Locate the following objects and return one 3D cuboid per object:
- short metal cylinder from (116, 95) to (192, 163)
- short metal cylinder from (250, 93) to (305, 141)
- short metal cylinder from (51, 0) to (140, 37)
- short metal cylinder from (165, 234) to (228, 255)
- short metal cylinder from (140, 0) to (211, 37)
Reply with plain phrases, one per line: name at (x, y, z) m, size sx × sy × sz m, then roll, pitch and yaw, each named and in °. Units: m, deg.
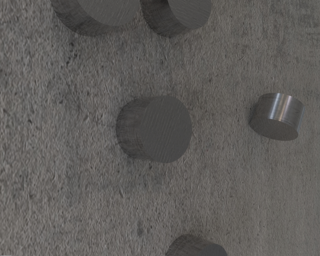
short metal cylinder at (-0.007, 0.001, 0.383) m, size 0.081 × 0.050 × 0.080 m, roll 0°, pitch 90°, yaw -40°
short metal cylinder at (0.204, -0.018, 0.540) m, size 0.080 × 0.080 × 0.050 m, roll 36°, pitch 68°, yaw -34°
short metal cylinder at (-0.069, -0.143, 0.330) m, size 0.081 × 0.050 × 0.080 m, roll 0°, pitch 90°, yaw -40°
short metal cylinder at (0.050, 0.195, 0.431) m, size 0.081 × 0.050 × 0.080 m, roll 0°, pitch 90°, yaw -40°
short metal cylinder at (0.022, -0.165, 0.406) m, size 0.081 × 0.050 × 0.080 m, roll 0°, pitch 90°, yaw -40°
